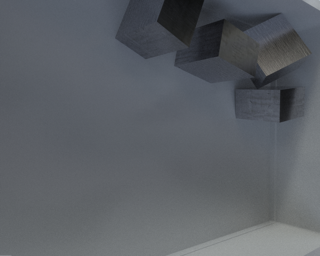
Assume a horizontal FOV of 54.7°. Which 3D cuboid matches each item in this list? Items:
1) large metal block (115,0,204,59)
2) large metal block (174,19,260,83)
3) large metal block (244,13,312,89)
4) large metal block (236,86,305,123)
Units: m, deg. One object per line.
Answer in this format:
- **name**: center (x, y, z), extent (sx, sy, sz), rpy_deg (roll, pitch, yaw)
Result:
- **large metal block**: center (0.001, -0.136, 0.371), extent (0.050, 0.080, 0.080), rpy_deg (29, 72, -37)
- **large metal block**: center (0.080, -0.103, 0.437), extent (0.081, 0.080, 0.050), rpy_deg (16, 80, -39)
- **large metal block**: center (0.175, -0.121, 0.494), extent (0.080, 0.050, 0.080), rpy_deg (-27, 75, -6)
- **large metal block**: center (0.186, -0.043, 0.523), extent (0.081, 0.080, 0.050), rpy_deg (-11, 103, -40)
